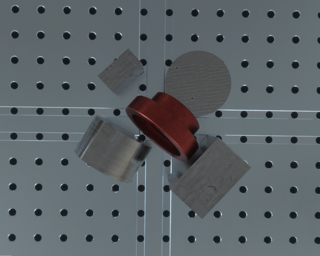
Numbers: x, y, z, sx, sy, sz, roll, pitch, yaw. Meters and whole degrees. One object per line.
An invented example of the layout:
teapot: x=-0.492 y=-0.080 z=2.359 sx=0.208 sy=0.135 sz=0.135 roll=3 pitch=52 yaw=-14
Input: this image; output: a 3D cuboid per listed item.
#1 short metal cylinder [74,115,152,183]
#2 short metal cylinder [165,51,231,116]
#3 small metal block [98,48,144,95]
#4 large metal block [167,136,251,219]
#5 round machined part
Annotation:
short metal cylinder: x=-0.057 y=0.026 z=0.385 sx=0.080 sy=0.080 sz=0.050 roll=31 pitch=90 yaw=-1
short metal cylinder: x=0.046 y=-0.054 z=0.401 sx=0.081 sy=0.050 sz=0.079 roll=0 pitch=90 yaw=-1
small metal block: x=-0.049 y=-0.071 z=0.400 sx=0.050 sy=0.050 sz=0.025 roll=-42 pitch=90 yaw=0
large metal block: x=0.056 y=0.056 z=0.387 sx=0.050 sy=0.080 sz=0.080 roll=43 pitch=90 yaw=-1
round machined part: x=0.009 y=-0.006 z=0.377 sx=0.098 sy=0.098 sz=0.042 roll=41 pitch=78 yaw=-1
